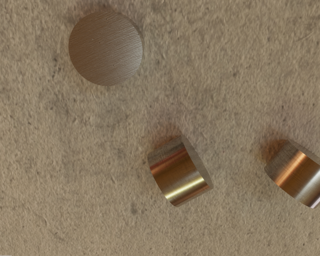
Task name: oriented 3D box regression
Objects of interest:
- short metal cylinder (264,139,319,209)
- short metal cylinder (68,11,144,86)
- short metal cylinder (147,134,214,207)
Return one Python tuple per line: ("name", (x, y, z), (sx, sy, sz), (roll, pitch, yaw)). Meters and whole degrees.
("short metal cylinder", (0.186, 0.058, 0.405), (0.080, 0.080, 0.050), (30, 107, -11))
("short metal cylinder", (-0.059, -0.093, 0.361), (0.081, 0.050, 0.079), (0, 110, -1))
("short metal cylinder", (0.027, 0.055, 0.401), (0.050, 0.080, 0.080), (-31, 108, 10))
